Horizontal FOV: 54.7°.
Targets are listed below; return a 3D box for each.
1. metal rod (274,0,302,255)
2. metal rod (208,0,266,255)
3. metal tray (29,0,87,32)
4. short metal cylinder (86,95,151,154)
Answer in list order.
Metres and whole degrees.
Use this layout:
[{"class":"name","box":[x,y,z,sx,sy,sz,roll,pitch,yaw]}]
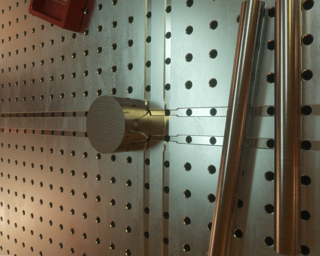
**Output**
[{"class":"metal rod","box":[0.126,-0.028,0.304,0.025,0.025,0.298,0,90,39]},{"class":"metal rod","box":[0.082,0.017,0.340,0.025,0.025,0.298,11,97,39]},{"class":"metal tray","box":[-0.182,-0.233,0.552,0.130,0.030,0.089,31,109,35]},{"class":"short metal cylinder","box":[-0.059,-0.005,0.440,0.080,0.050,0.079,0,90,39]}]
